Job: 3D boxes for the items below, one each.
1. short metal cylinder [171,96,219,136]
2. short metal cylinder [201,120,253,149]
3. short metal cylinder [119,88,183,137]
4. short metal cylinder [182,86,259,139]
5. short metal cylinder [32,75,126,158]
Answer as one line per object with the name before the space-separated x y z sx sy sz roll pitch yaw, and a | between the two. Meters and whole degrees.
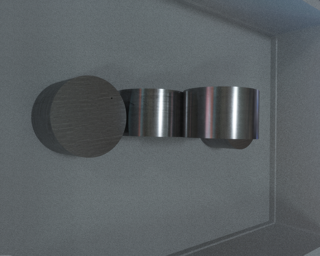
short metal cylinder | 0.052 -0.013 0.411 0.081 0.080 0.050 2 89 -40
short metal cylinder | 0.103 -0.009 0.475 0.081 0.050 0.080 0 90 -40
short metal cylinder | -0.010 -0.015 0.360 0.081 0.080 0.050 2 89 -40
short metal cylinder | 0.065 -0.014 0.333 0.081 0.080 0.050 2 89 -40
short metal cylinder | -0.082 -0.011 0.319 0.081 0.050 0.080 0 90 -40
